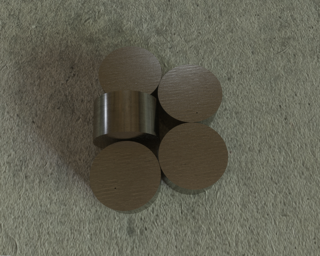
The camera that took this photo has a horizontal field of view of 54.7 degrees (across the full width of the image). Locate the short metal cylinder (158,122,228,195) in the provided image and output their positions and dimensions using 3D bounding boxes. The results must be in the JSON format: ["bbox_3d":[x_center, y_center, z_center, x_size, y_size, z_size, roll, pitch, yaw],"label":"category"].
[{"bbox_3d":[0.039,0.039,0.381,0.080,0.050,0.080,0,70,1],"label":"short metal cylinder"}]

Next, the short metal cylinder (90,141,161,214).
[{"bbox_3d":[-0.039,0.061,0.373,0.080,0.050,0.080,0,70,1],"label":"short metal cylinder"}]

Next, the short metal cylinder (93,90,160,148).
[{"bbox_3d":[-0.041,-0.006,0.382,0.081,0.080,0.050,-3,70,-1],"label":"short metal cylinder"}]

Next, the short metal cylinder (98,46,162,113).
[{"bbox_3d":[-0.038,-0.062,0.418,0.080,0.050,0.080,0,70,1],"label":"short metal cylinder"}]

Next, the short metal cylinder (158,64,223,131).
[{"bbox_3d":[0.038,-0.036,0.409,0.081,0.050,0.080,0,71,0],"label":"short metal cylinder"}]
